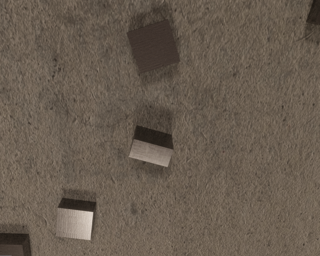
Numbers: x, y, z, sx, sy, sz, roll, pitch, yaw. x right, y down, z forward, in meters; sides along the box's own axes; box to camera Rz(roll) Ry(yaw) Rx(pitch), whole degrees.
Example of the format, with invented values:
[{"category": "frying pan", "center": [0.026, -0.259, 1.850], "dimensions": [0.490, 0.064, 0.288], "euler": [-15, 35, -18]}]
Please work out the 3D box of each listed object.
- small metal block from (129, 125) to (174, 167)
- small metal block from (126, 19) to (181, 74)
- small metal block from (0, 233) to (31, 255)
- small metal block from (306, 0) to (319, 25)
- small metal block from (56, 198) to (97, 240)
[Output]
[{"category": "small metal block", "center": [-0.011, 0.023, 0.405], "dimensions": [0.050, 0.050, 0.025], "euler": [16, 109, -6]}, {"category": "small metal block", "center": [-0.007, -0.098, 0.373], "dimensions": [0.050, 0.025, 0.050], "euler": [-17, 110, 5]}, {"category": "small metal block", "center": [-0.230, 0.191, 0.477], "dimensions": [0.050, 0.025, 0.050], "euler": [3, 110, -2]}, {"category": "small metal block", "center": [0.208, -0.143, 0.360], "dimensions": [0.050, 0.025, 0.050], "euler": [10, 110, -4]}, {"category": "small metal block", "center": [-0.124, 0.135, 0.458], "dimensions": [0.050, 0.025, 0.050], "euler": [8, 110, -4]}]
